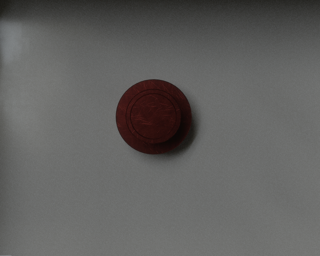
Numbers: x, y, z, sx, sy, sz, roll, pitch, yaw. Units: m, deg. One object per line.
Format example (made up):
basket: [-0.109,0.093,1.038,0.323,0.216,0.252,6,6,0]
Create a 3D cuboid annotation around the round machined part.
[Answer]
round machined part: [-0.008,-0.014,0.400,0.099,0.042,0.097,0,90,0]
